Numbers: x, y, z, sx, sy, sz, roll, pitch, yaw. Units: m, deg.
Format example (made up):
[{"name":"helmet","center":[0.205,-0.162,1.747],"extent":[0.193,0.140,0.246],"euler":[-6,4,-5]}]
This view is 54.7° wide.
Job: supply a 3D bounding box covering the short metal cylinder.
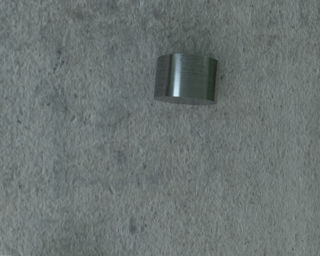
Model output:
[{"name":"short metal cylinder","center":[0.034,-0.059,0.393],"extent":[0.081,0.080,0.050],"euler":[6,88,-20]}]
